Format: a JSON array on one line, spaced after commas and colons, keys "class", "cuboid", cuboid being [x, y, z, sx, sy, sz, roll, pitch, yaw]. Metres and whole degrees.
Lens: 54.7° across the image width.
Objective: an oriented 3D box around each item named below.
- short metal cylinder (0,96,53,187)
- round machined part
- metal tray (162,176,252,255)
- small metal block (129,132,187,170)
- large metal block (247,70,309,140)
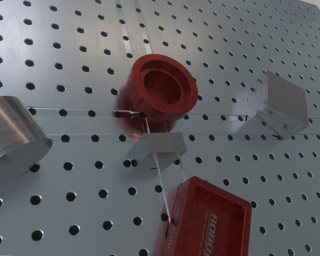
[{"class": "short metal cylinder", "cuboid": [-0.149, 0.016, 0.283, 0.081, 0.080, 0.050, -34, 81, -38]}, {"class": "round machined part", "cuboid": [0.000, -0.051, 0.428, 0.099, 0.042, 0.098, 14, 56, -21]}, {"class": "metal tray", "cuboid": [0.055, 0.131, 0.354, 0.090, 0.030, 0.130, 27, 52, -11]}, {"class": "small metal block", "cuboid": [-0.004, 0.028, 0.373, 0.050, 0.050, 0.025, -1, 63, -29]}, {"class": "large metal block", "cuboid": [0.197, -0.038, 0.522, 0.080, 0.050, 0.080, 24, 53, -14]}]
